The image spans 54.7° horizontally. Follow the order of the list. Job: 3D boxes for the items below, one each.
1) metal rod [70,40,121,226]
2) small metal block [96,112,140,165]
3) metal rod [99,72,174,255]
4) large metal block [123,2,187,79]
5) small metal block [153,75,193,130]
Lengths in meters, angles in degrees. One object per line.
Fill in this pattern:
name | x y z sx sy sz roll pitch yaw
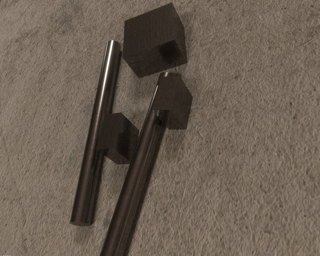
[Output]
metal rod | -0.089 -0.011 0.455 0.025 0.025 0.299 -10 57 23
small metal block | -0.054 0.015 0.405 0.025 0.050 0.050 -6 59 25
metal rod | -0.029 0.059 0.381 0.025 0.025 0.300 3 63 29
large metal block | -0.007 -0.132 0.471 0.080 0.050 0.080 -14 56 20
small metal block | 0.018 -0.032 0.397 0.025 0.050 0.050 -1 62 28
